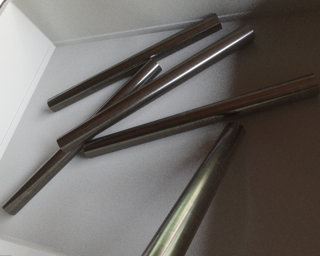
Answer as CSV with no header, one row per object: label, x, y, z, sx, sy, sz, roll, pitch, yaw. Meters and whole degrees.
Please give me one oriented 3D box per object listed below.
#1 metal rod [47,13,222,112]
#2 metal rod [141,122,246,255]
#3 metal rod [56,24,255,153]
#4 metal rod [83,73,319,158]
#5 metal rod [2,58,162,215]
metal rod,-0.047,-0.098,0.488,0.301,0.025,0.025,-24,53,13
metal rod,0.020,0.069,0.242,0.025,0.025,0.302,2,26,29
metal rod,-0.007,-0.053,0.425,0.301,0.025,0.025,-31,52,1
metal rod,0.036,-0.009,0.391,0.301,0.025,0.025,-16,55,18
metal rod,-0.111,0.010,0.455,0.300,0.025,0.025,-45,51,-4
